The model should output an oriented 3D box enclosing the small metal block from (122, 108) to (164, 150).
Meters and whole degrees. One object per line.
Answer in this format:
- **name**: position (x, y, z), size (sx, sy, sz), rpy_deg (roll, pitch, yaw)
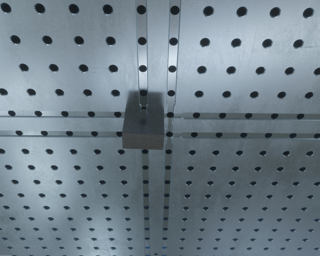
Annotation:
- **small metal block**: position (-0.021, 0.001, 0.395), size (0.050, 0.050, 0.025), rpy_deg (2, 130, -2)
